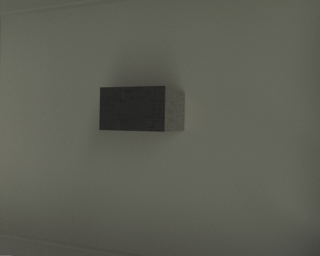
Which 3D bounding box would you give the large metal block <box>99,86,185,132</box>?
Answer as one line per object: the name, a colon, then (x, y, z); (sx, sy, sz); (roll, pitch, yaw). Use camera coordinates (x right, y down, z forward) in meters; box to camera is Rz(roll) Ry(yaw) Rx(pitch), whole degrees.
large metal block: (-0.019, -0.022, 0.386); (0.080, 0.080, 0.050); (1, 91, 20)
